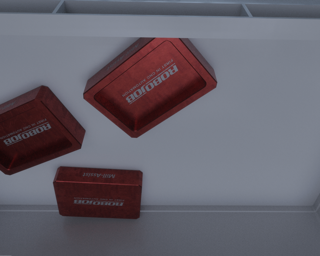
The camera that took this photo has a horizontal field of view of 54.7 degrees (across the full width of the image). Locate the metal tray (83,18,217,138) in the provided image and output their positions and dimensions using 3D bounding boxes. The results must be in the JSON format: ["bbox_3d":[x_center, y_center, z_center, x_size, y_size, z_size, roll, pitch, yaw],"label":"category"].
[{"bbox_3d":[-0.012,-0.051,0.361,0.130,0.030,0.090,-32,124,24],"label":"metal tray"}]

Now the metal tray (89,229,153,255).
[{"bbox_3d":[-0.083,0.260,0.628,0.090,0.030,0.129,24,126,-20],"label":"metal tray"}]

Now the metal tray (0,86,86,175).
[{"bbox_3d":[-0.179,0.008,0.409,0.130,0.030,0.090,-20,128,16],"label":"metal tray"}]

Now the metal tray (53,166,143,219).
[{"bbox_3d":[-0.095,0.105,0.494,0.131,0.030,0.089,4,130,-4],"label":"metal tray"}]
